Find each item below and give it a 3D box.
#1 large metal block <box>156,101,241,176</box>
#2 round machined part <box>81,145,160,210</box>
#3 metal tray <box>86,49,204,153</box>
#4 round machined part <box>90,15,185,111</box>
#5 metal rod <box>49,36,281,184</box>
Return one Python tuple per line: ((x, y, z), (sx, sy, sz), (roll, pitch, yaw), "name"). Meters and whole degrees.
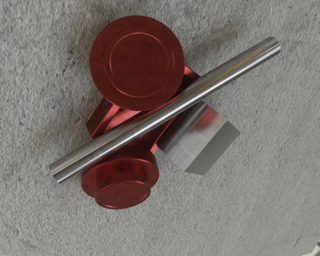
((0.054, 0.014, 0.412), (0.080, 0.050, 0.080), (-51, 153, 7), "large metal block")
((-0.048, 0.068, 0.391), (0.099, 0.042, 0.097), (-9, 140, -7), "round machined part")
((-0.017, -0.029, 0.378), (0.090, 0.030, 0.130), (27, 103, -38), "metal tray")
((-0.022, -0.066, 0.318), (0.099, 0.042, 0.097), (-1, 97, -8), "round machined part")
((0.013, -0.026, 0.362), (0.301, 0.025, 0.025), (-31, 129, -9), "metal rod")
